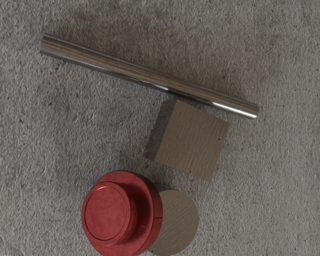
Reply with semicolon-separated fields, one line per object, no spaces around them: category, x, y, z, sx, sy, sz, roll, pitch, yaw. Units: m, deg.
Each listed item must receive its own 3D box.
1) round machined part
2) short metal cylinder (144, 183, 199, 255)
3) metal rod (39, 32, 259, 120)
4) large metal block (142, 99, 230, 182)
round machined part;-0.049;0.096;0.350;0.042;0.098;0.098;28;78;-58
short metal cylinder;0.002;0.114;0.397;0.081;0.050;0.079;0;90;-20
metal rod;0.001;-0.061;0.409;0.302;0.025;0.025;15;85;-20
large metal block;0.034;0.016;0.408;0.080;0.050;0.080;23;83;-19
